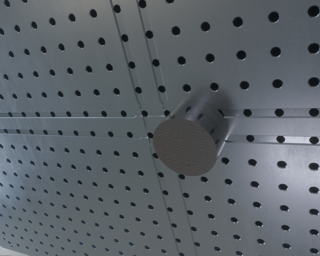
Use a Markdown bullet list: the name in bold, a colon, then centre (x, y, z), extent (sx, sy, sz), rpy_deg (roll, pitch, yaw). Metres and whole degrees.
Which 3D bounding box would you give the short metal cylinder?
- **short metal cylinder**: centre (0.038, 0.012, 0.383), extent (0.080, 0.050, 0.080), rpy_deg (13, 124, 21)
